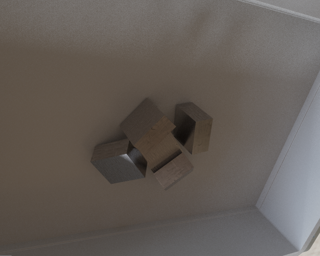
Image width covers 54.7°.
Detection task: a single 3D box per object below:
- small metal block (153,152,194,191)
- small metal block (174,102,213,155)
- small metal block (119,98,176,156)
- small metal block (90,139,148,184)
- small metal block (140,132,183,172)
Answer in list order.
[{"bbox_3d":[0.020,0.063,0.442,0.050,0.025,0.050,-36,166,-5],"label":"small metal block"},{"bbox_3d":[0.043,0.000,0.415,0.025,0.050,0.050,-12,123,-24],"label":"small metal block"},{"bbox_3d":[-0.016,-0.002,0.381,0.050,0.050,0.025,-45,129,3],"label":"small metal block"},{"bbox_3d":[-0.051,0.043,0.392,0.050,0.025,0.050,-14,133,20],"label":"small metal block"},{"bbox_3d":[-0.004,0.026,0.421,0.050,0.025,0.050,-36,130,-4],"label":"small metal block"}]
